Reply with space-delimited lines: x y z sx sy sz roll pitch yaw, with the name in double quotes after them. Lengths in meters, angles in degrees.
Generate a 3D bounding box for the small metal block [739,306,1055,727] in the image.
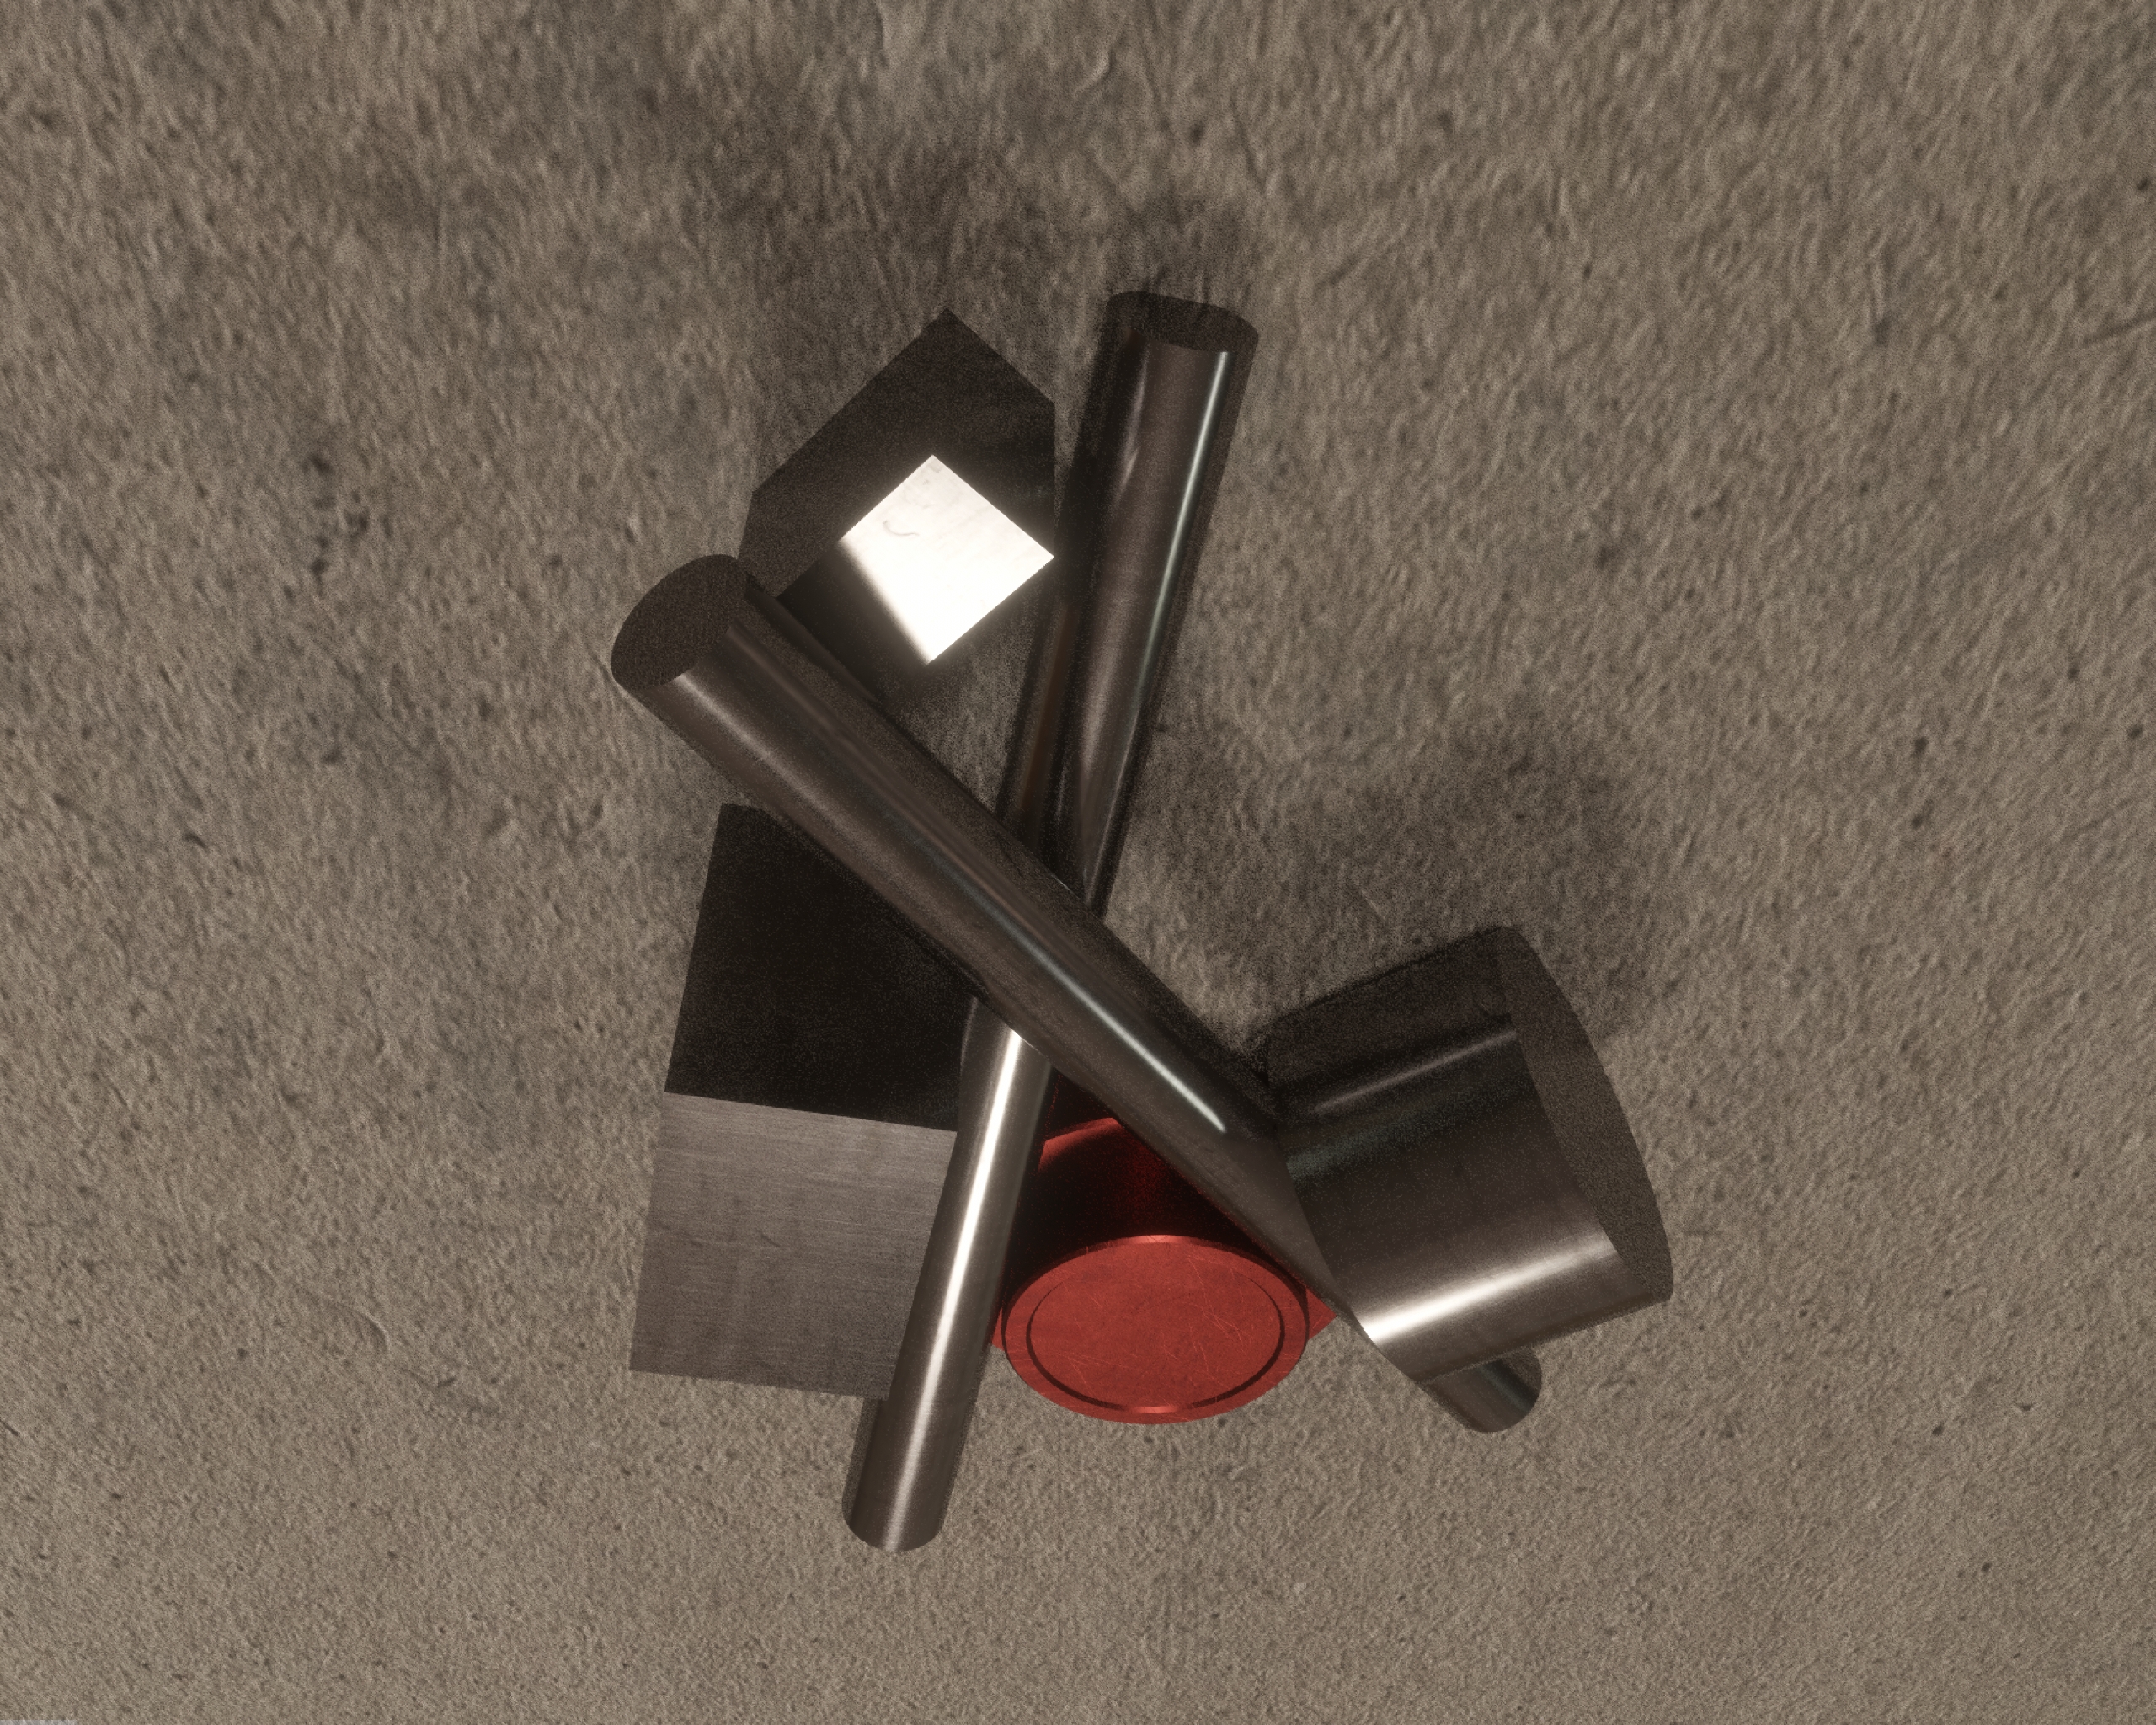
-0.030 -0.056 0.344 0.050 0.050 0.025 -37 121 27 "small metal block"

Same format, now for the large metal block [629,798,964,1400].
-0.054 0.046 0.412 0.050 0.080 0.079 9 130 -8 "large metal block"

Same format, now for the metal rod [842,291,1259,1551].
-0.014 0.034 0.417 0.025 0.025 0.298 9 124 -8 "metal rod"

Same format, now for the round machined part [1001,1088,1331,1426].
0.017 0.092 0.477 0.099 0.042 0.097 -1 130 0 "round machined part"

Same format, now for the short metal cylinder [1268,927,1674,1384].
0.080 0.059 0.425 0.050 0.080 0.080 -26 126 20 "short metal cylinder"

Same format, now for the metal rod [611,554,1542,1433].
0.021 0.045 0.402 0.025 0.025 0.300 -26 135 20 "metal rod"
